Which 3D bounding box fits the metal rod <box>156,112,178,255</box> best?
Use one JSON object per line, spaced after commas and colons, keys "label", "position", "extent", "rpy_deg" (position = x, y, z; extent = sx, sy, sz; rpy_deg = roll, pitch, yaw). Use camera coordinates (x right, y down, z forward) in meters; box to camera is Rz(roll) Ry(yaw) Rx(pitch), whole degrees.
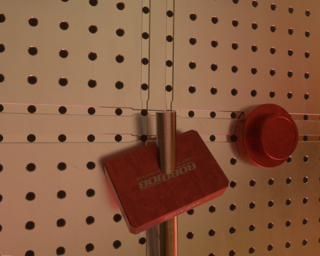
{"label": "metal rod", "position": [0.010, 0.128, 0.397], "extent": [0.025, 0.025, 0.298], "rpy_deg": [-4, 99, -20]}

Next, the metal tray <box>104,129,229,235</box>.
{"label": "metal tray", "position": [0.007, 0.063, 0.387], "extent": [0.131, 0.030, 0.090], "rpy_deg": [-19, 60, -19]}

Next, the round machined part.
{"label": "round machined part", "position": [0.166, 0.012, 0.465], "extent": [0.099, 0.042, 0.097], "rpy_deg": [0, 90, -20]}
